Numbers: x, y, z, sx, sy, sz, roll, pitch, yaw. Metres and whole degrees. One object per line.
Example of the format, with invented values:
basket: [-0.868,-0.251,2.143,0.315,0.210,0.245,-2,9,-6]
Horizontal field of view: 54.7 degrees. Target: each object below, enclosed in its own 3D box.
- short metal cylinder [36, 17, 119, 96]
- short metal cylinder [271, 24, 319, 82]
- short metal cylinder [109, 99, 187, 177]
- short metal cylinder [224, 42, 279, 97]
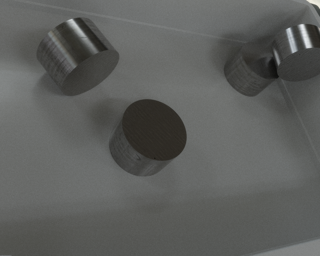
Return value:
short metal cylinder: [-0.096,-0.083,0.369,0.081,0.080,0.050,-32,80,-38]
short metal cylinder: [0.227,-0.120,0.502,0.081,0.080,0.050,12,57,-22]
short metal cylinder: [-0.015,0.012,0.374,0.081,0.050,0.080,14,56,-21]
short metal cylinder: [0.159,-0.101,0.537,0.081,0.050,0.080,13,56,-21]
